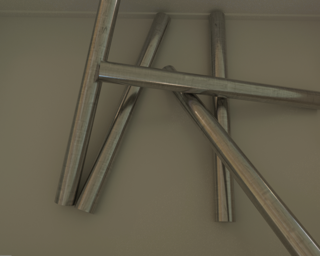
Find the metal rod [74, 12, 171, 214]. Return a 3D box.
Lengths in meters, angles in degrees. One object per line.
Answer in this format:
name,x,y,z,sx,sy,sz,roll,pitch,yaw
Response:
metal rod,-0.043,-0.033,0.421,0.025,0.025,0.300,18,71,6

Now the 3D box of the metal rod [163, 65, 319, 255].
metal rod,0.074,0.023,0.350,0.025,0.025,0.300,-26,53,-9

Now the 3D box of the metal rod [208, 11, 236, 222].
metal rod,0.082,-0.028,0.420,0.025,0.025,0.299,2,70,0

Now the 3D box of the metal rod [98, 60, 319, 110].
metal rod,0.076,-0.052,0.393,0.302,0.025,0.025,6,70,-12

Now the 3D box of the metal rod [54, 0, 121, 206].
metal rod,-0.084,-0.055,0.382,0.025,0.025,0.298,12,88,4
